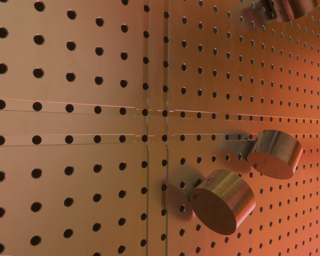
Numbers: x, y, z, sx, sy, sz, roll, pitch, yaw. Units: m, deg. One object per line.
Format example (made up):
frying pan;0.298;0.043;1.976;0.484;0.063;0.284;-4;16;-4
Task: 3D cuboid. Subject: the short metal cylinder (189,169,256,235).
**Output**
short metal cylinder;0.090;0.107;0.452;0.050;0.080;0.080;-34;111;-35

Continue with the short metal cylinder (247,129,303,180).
short metal cylinder;0.202;0.047;0.546;0.080;0.080;0.050;48;61;-30

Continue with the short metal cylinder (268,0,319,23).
short metal cylinder;0.251;-0.245;0.587;0.080;0.080;0.050;-50;120;-28
